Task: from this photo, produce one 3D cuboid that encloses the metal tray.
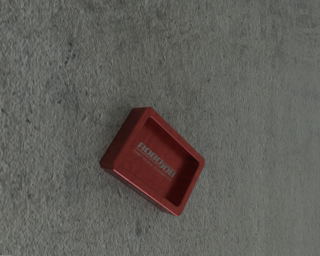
[{"bbox_3d":[-0.003,0.045,0.402,0.130,0.030,0.090,43,64,-32],"label":"metal tray"}]
